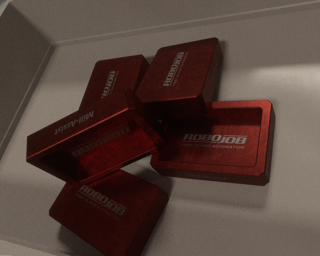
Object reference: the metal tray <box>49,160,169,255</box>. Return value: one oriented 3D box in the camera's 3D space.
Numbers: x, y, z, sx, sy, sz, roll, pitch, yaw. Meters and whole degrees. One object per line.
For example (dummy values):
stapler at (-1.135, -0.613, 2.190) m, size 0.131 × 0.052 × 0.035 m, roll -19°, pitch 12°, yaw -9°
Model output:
metal tray at (-0.065, 0.094, 0.378) m, size 0.130 × 0.030 × 0.090 m, roll 18°, pitch 71°, yaw 34°

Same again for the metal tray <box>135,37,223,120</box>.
metal tray at (0.026, -0.066, 0.404) m, size 0.090 × 0.030 × 0.130 m, roll -4°, pitch 42°, yaw 25°

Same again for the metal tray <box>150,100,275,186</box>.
metal tray at (0.061, 0.014, 0.360) m, size 0.130 × 0.030 × 0.090 m, roll 1°, pitch 62°, yaw 28°

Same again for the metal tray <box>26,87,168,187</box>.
metal tray at (-0.068, 0.016, 0.349) m, size 0.130 × 0.090 × 0.030 m, roll -25°, pitch 53°, yaw 12°

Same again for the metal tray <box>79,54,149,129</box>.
metal tray at (-0.070, -0.046, 0.466) m, size 0.090 × 0.030 × 0.130 m, roll -1°, pitch 61°, yaw 27°
